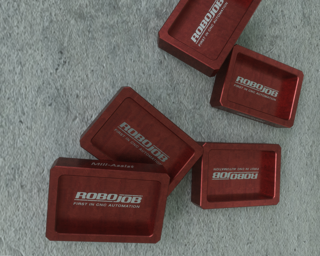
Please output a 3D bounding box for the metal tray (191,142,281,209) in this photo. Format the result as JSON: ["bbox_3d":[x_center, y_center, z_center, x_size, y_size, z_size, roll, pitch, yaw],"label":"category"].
[{"bbox_3d":[0.111,0.066,0.447,0.131,0.030,0.089,2,89,-20],"label":"metal tray"}]

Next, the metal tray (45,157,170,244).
[{"bbox_3d":[-0.060,0.085,0.361,0.131,0.030,0.089,6,103,-11],"label":"metal tray"}]

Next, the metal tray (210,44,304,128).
[{"bbox_3d":[0.146,-0.058,0.459,0.131,0.030,0.090,16,85,-20],"label":"metal tray"}]

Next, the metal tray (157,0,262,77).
[{"bbox_3d":[0.067,-0.145,0.414,0.090,0.030,0.130,31,79,3],"label":"metal tray"}]

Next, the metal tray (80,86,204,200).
[{"bbox_3d":[-0.021,0.021,0.389,0.130,0.030,0.090,39,89,-16],"label":"metal tray"}]
